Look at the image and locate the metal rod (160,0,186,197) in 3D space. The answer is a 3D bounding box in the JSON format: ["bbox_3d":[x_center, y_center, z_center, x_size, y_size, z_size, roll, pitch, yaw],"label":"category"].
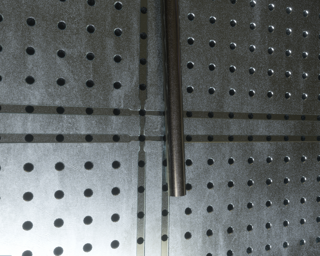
[{"bbox_3d":[0.018,-0.058,0.420,0.025,0.025,0.298,-3,91,-20],"label":"metal rod"}]
